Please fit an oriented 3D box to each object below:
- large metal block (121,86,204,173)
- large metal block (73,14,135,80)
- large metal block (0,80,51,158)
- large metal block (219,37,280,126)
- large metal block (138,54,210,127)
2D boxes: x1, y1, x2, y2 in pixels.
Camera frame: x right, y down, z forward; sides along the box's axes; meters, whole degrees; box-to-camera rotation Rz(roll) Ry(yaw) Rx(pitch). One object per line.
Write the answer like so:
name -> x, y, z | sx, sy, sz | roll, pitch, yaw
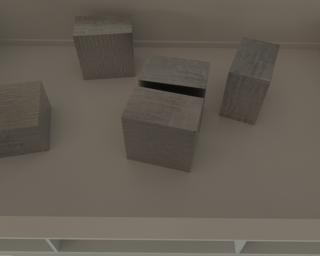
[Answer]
large metal block -> 0.004, 0.003, 0.367 | 0.080, 0.080, 0.050 | 11, 51, 9
large metal block -> -0.081, -0.122, 0.471 | 0.081, 0.080, 0.050 | -5, 50, -4
large metal block -> -0.188, -0.011, 0.396 | 0.081, 0.050, 0.080 | -8, 51, -8
large metal block -> 0.122, -0.064, 0.425 | 0.050, 0.080, 0.080 | 17, 52, 13
large metal block -> 0.019, -0.044, 0.407 | 0.080, 0.080, 0.050 | 9, 51, 7
